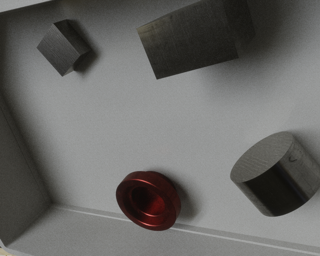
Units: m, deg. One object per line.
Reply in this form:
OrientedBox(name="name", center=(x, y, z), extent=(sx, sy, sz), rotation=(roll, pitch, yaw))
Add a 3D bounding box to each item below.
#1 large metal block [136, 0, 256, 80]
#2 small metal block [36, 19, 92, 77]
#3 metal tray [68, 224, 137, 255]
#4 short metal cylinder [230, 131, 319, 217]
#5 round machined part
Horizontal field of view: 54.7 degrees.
OrientedBox(name="large metal block", center=(0.038, -0.092, 0.295), extent=(0.080, 0.080, 0.050), rotation=(-9, 114, 32))
OrientedBox(name="small metal block", center=(-0.126, -0.105, 0.408), extent=(0.050, 0.025, 0.050), rotation=(-35, 99, 38))
OrientedBox(name="metal tray", center=(-0.111, 0.242, 0.614), extent=(0.130, 0.030, 0.089), rotation=(0, 119, 27))
OrientedBox(name="short metal cylinder", center=(0.125, 0.049, 0.337), extent=(0.050, 0.080, 0.080), rotation=(48, 129, -6))
OrientedBox(name="round machined part", center=(-0.013, 0.104, 0.468), extent=(0.098, 0.042, 0.097), rotation=(13, 124, 20))
